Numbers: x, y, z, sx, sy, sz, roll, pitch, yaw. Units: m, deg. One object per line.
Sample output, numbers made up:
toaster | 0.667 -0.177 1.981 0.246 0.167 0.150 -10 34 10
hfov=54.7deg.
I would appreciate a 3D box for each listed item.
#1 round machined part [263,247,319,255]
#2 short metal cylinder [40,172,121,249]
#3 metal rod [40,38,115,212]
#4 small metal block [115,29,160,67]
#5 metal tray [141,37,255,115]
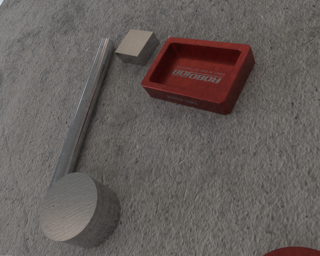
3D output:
round machined part | 0.114 0.148 0.242 0.098 0.042 0.098 -13 56 21
short metal cylinder | -0.096 0.100 0.377 0.080 0.050 0.080 -13 56 21
metal rod | -0.119 -0.017 0.476 0.025 0.025 0.300 -3 60 27
small metal block | -0.037 -0.131 0.504 0.050 0.025 0.050 19 72 35
metal tray | 0.049 -0.075 0.420 0.130 0.030 0.090 17 71 34
